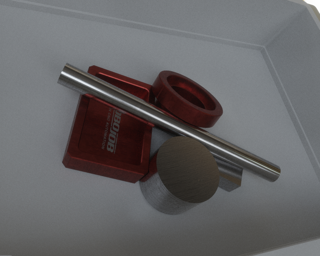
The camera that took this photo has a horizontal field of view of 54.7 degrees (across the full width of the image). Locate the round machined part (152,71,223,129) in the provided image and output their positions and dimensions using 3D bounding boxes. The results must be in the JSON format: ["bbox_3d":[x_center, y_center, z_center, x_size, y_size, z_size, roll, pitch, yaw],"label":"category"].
[{"bbox_3d":[0.031,-0.032,0.415,0.098,0.042,0.098,26,27,-14],"label":"round machined part"}]

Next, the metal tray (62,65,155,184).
[{"bbox_3d":[-0.056,-0.007,0.374,0.091,0.030,0.130,17,55,-19],"label":"metal tray"}]

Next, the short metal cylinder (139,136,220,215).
[{"bbox_3d":[0.022,0.056,0.366,0.081,0.050,0.080,14,56,-21],"label":"short metal cylinder"}]

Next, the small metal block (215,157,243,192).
[{"bbox_3d":[0.084,0.051,0.419,0.050,0.025,0.050,28,52,-11],"label":"small metal block"}]

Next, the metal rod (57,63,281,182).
[{"bbox_3d":[0.024,0.001,0.380,0.302,0.025,0.025,25,53,-16],"label":"metal rod"}]
